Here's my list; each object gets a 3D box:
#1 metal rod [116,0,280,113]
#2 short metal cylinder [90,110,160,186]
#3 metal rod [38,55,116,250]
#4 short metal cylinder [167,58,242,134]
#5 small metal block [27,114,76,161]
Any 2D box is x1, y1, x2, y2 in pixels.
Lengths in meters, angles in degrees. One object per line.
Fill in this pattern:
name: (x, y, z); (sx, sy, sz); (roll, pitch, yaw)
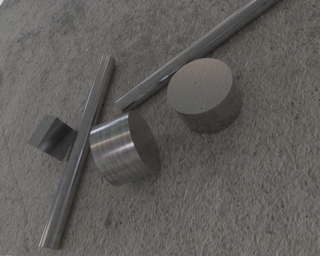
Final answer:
metal rod: (0.064, -0.118, 0.442); (0.300, 0.025, 0.025); (-36, 51, 3)
short metal cylinder: (-0.040, 0.024, 0.375); (0.050, 0.080, 0.080); (-23, 54, 15)
metal rod: (-0.113, 0.018, 0.451); (0.025, 0.025, 0.300); (-3, 60, 27)
short metal cylinder: (0.055, -0.039, 0.383); (0.080, 0.050, 0.080); (-13, 56, 21)
small metal block: (-0.159, 0.015, 0.462); (0.025, 0.050, 0.050); (15, 70, 34)
